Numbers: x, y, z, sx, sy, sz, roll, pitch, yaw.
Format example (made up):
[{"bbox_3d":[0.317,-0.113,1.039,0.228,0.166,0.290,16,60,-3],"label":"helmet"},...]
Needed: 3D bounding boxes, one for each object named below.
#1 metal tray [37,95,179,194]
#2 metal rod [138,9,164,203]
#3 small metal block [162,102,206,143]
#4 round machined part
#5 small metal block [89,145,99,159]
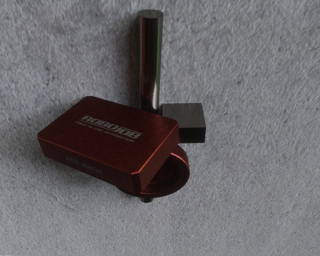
[{"bbox_3d":[-0.056,0.012,0.345,0.130,0.090,0.030,17,133,24],"label":"metal tray"},{"bbox_3d":[-0.015,-0.002,0.407,0.025,0.025,0.298,2,130,-2],"label":"metal rod"},{"bbox_3d":[0.029,-0.007,0.387,0.050,0.050,0.025,-1,130,0],"label":"small metal block"},{"bbox_3d":[-0.013,0.046,0.400,0.099,0.042,0.097,-2,134,-2],"label":"round machined part"},{"bbox_3d":[-0.073,0.016,0.405,0.050,0.050,0.025,-15,129,12],"label":"small metal block"}]
